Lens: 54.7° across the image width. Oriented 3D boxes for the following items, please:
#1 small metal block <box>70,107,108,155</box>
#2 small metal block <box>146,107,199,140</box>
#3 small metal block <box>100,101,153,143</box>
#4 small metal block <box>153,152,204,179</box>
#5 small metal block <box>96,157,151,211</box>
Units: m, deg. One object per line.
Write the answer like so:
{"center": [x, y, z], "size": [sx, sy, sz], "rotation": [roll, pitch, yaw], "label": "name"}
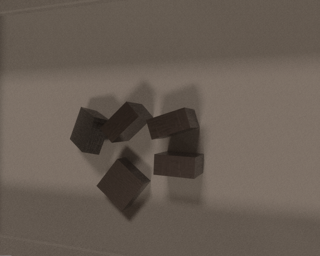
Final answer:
{"center": [-0.098, 0.003, 0.431], "size": [0.050, 0.025, 0.050], "rotation": [30, 102, 51], "label": "small metal block"}
{"center": [0.018, -0.005, 0.390], "size": [0.050, 0.050, 0.025], "rotation": [-18, 84, 19], "label": "small metal block"}
{"center": [-0.043, -0.007, 0.411], "size": [0.050, 0.050, 0.025], "rotation": [-43, 77, 14], "label": "small metal block"}
{"center": [0.025, 0.045, 0.388], "size": [0.050, 0.050, 0.025], "rotation": [3, 91, 19], "label": "small metal block"}
{"center": [-0.050, 0.076, 0.427], "size": [0.050, 0.025, 0.050], "rotation": [41, 103, 15], "label": "small metal block"}
